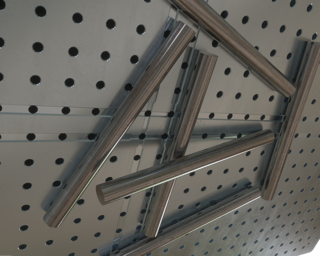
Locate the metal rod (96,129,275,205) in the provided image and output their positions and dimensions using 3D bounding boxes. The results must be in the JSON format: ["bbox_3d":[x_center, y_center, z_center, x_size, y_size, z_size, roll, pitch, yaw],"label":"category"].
[{"bbox_3d":[0.055,0.046,0.439,0.302,0.025,0.025,-15,125,-31],"label":"metal rod"}]

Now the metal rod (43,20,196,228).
[{"bbox_3d":[-0.055,0.003,0.382,0.025,0.025,0.299,28,103,-38],"label":"metal rod"}]

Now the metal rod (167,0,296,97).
[{"bbox_3d":[0.090,-0.111,0.391,0.301,0.025,0.025,25,104,-37],"label":"metal rod"}]

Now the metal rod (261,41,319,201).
[{"bbox_3d":[0.220,0.004,0.532,0.025,0.025,0.298,-9,123,-24],"label":"metal rod"}]

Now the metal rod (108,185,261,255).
[{"bbox_3d":[0.045,0.171,0.540,0.302,0.025,0.025,-21,127,-16],"label":"metal rod"}]

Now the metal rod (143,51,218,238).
[{"bbox_3d":[0.022,0.039,0.446,0.025,0.025,0.298,2,118,-29],"label":"metal rod"}]
